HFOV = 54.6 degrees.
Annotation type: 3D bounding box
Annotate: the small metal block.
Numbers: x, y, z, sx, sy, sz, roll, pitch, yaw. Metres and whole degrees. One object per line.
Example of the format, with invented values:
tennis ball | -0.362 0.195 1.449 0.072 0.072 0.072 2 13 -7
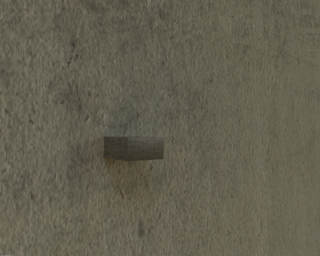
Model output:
small metal block | -0.031 0.023 0.362 0.050 0.050 0.025 2 89 -40
